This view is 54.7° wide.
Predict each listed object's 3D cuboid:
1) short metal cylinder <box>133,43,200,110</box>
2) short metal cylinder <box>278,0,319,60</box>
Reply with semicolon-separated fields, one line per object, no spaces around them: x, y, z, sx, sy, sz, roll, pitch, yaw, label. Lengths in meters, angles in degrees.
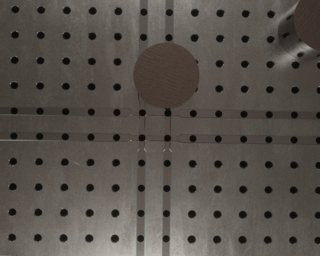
0.008;-0.064;0.401;0.081;0.050;0.079;0;90;-1;short metal cylinder
0.204;-0.133;0.404;0.081;0.050;0.079;0;90;-1;short metal cylinder
